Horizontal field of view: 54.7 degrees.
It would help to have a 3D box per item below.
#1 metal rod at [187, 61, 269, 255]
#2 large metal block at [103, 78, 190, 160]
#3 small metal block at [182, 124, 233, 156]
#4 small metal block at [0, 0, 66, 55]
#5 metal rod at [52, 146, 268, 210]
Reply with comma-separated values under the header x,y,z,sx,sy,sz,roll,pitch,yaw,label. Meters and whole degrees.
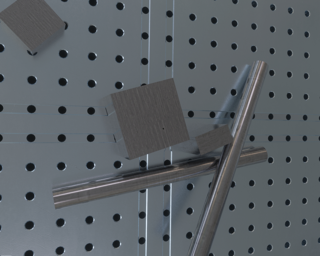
x,y,z,sx,sy,sz,roll,pitch,yaw,label
0.097,0.037,0.423,0.025,0.025,0.300,29,71,-18,metal rod
-0.018,-0.012,0.393,0.081,0.050,0.080,-18,96,-19,large metal block
0.062,0.015,0.422,0.050,0.050,0.025,-21,97,-19,small metal block
-0.147,-0.121,0.358,0.050,0.025,0.050,-46,104,-14,small metal block
0.015,0.062,0.418,0.303,0.025,0.025,-9,93,-20,metal rod
